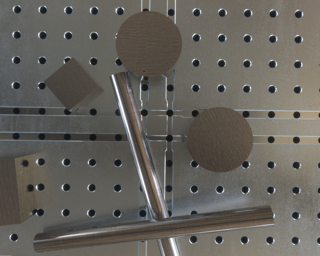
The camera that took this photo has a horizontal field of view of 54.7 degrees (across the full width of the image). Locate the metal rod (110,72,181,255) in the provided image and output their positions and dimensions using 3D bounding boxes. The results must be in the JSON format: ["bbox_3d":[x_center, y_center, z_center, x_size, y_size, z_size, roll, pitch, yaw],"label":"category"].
[{"bbox_3d":[-0.014,0.072,0.413,0.025,0.025,0.298,-16,90,0],"label":"metal rod"}]

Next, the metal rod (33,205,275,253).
[{"bbox_3d":[-0.015,0.128,0.389,0.301,0.025,0.025,-10,90,9],"label":"metal rod"}]

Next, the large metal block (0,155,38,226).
[{"bbox_3d":[-0.212,0.080,0.399,0.080,0.050,0.080,-6,90,0],"label":"large metal block"}]

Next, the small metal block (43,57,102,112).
[{"bbox_3d":[-0.115,-0.057,0.412,0.050,0.025,0.050,-41,90,0],"label":"small metal block"}]

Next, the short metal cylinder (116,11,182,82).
[{"bbox_3d":[-0.013,-0.102,0.401,0.081,0.050,0.080,0,90,0],"label":"short metal cylinder"}]

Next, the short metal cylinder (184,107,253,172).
[{"bbox_3d":[0.073,0.014,0.401,0.081,0.050,0.080,0,90,0],"label":"short metal cylinder"}]
